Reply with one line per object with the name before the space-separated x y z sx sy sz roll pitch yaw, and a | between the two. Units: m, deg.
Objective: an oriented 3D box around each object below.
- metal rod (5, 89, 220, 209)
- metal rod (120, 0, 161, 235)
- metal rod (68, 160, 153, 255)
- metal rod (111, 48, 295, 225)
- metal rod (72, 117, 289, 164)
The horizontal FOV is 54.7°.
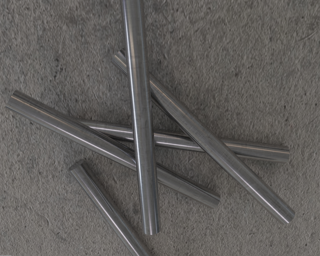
metal rod | -0.045 0.036 0.401 0.301 0.025 0.025 29 108 -19
metal rod | -0.021 -0.010 0.367 0.025 0.025 0.298 -4 105 1
metal rod | -0.042 0.173 0.473 0.025 0.025 0.299 -28 108 10
metal rod | 0.057 0.014 0.391 0.300 0.025 0.025 43 105 -5
metal rod | 0.022 0.016 0.415 0.302 0.025 0.025 8 110 -3
